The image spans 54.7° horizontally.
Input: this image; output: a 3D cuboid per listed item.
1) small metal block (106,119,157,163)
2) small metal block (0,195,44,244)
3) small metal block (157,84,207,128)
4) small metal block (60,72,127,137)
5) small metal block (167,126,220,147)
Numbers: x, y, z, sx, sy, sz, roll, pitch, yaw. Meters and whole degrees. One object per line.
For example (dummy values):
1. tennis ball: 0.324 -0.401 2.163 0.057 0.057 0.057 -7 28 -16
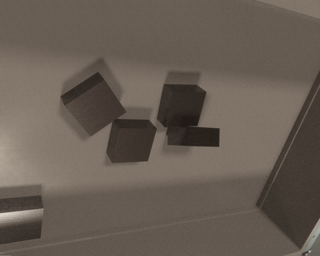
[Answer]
1. small metal block: -0.037 0.017 0.400 0.050 0.025 0.050 1 118 -29
2. small metal block: -0.175 0.113 0.384 0.050 0.025 0.050 0 118 -29
3. small metal block: 0.028 -0.030 0.407 0.050 0.025 0.050 -3 120 -27
4. small metal block: -0.075 -0.027 0.352 0.050 0.025 0.050 -35 129 -5
5. small metal block: 0.045 0.012 0.423 0.050 0.050 0.025 3 87 -31
